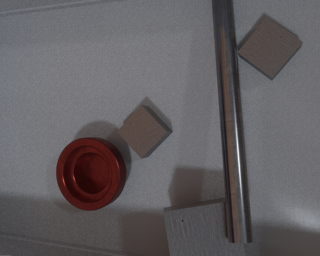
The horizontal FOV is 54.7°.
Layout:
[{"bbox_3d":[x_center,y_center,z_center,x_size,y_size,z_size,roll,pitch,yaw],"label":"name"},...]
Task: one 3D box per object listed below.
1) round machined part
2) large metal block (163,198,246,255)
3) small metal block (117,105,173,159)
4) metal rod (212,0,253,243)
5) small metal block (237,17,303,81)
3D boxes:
[{"bbox_3d":[-0.091,0.061,0.432,0.098,0.042,0.097,0,90,19],"label":"round machined part"},{"bbox_3d":[0.050,0.130,0.362,0.081,0.050,0.080,-9,80,0],"label":"large metal block"},{"bbox_3d":[-0.020,0.005,0.417,0.050,0.025,0.050,-46,76,14],"label":"small metal block"},{"bbox_3d":[0.080,-0.028,0.354,0.025,0.025,0.298,-6,78,19],"label":"metal rod"},{"bbox_3d":[0.129,-0.092,0.365,0.050,0.025,0.050,42,103,15],"label":"small metal block"}]
